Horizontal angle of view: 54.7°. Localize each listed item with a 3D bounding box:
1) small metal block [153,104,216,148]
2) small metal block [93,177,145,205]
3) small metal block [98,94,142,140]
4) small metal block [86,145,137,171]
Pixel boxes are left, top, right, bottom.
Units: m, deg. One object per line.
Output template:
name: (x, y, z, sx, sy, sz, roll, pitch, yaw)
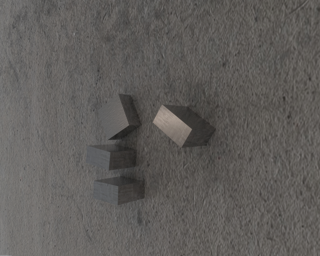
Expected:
small metal block: (0.029, -0.003, 0.365, 0.050, 0.050, 0.025, 42, 116, 32)
small metal block: (-0.057, 0.087, 0.436, 0.050, 0.050, 0.025, 3, 92, 40)
small metal block: (-0.060, -0.015, 0.454, 0.050, 0.025, 0.050, -32, 70, 35)
small metal block: (-0.070, 0.041, 0.447, 0.050, 0.050, 0.025, 11, 97, 39)
